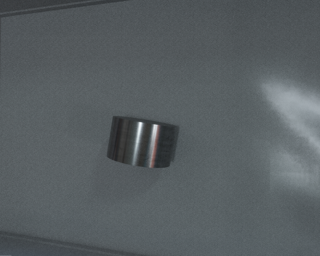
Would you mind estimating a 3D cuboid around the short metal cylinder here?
[{"bbox_3d":[-0.023,0.016,0.390,0.080,0.080,0.050,11,94,20],"label":"short metal cylinder"}]
